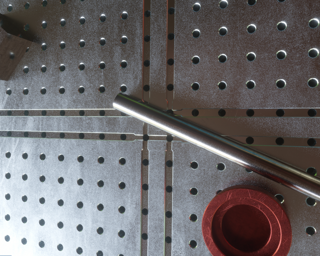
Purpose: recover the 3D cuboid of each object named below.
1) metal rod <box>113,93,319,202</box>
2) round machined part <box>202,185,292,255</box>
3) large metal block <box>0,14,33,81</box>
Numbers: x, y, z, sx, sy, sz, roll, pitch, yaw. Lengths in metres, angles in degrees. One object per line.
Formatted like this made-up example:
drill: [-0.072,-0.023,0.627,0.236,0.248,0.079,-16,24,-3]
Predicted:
metal rod: [0.072,0.021,0.386,0.301,0.025,0.025,24,98,18]
round machined part: [0.103,0.116,0.367,0.098,0.042,0.097,0,90,20]
large metal block: [-0.267,-0.134,0.493,0.080,0.050,0.080,42,103,15]
